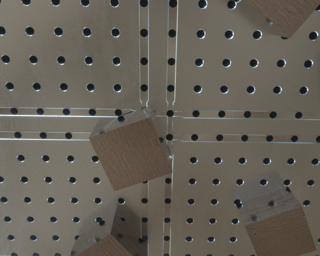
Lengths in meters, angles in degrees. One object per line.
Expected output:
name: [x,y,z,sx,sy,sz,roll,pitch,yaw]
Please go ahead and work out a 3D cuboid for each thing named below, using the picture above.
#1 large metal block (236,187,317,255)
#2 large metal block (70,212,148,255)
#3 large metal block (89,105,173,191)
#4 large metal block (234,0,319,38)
large metal block: [0.169,0.145,0.454,0.080,0.050,0.080,-22,109,8]
large metal block: [-0.076,0.189,0.469,0.080,0.050,0.080,-36,106,12]
large metal block: [-0.035,0.026,0.409,0.080,0.050,0.080,-19,109,7]
large metal block: [0.134,-0.159,0.342,0.080,0.050,0.080,35,106,-12]
